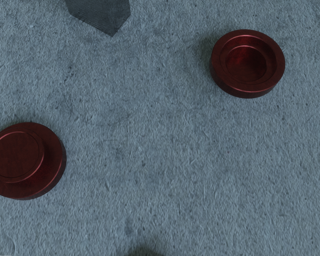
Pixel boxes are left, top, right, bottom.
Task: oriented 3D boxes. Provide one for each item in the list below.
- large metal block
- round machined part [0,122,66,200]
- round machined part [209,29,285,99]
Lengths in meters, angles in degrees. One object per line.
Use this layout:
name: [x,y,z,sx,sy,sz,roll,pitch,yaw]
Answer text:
large metal block: [-0.093,-0.191,0.448,0.080,0.080,0.050,30,73,10]
round machined part: [-0.171,0.038,0.383,0.099,0.042,0.098,0,70,-1]
round machined part: [0.118,-0.085,0.432,0.099,0.042,0.098,0,70,-1]
